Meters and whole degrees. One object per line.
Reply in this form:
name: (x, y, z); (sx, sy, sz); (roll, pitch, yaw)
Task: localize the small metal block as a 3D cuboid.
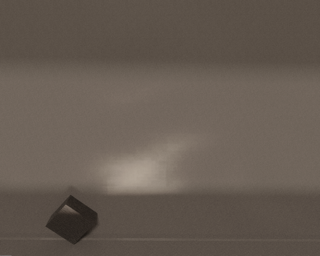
small metal block: (-0.131, 0.136, 0.460); (0.050, 0.025, 0.050); (40, 105, -14)
